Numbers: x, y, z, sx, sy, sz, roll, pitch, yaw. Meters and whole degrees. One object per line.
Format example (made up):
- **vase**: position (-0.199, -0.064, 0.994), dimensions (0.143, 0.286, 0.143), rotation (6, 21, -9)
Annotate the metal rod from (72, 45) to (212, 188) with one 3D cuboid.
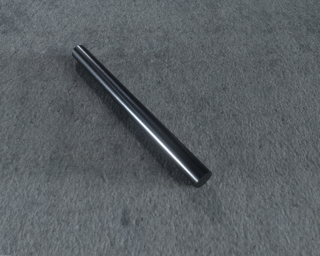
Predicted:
- **metal rod**: position (-0.041, -0.032, 0.429), dimensions (0.025, 0.025, 0.300), rotation (-30, 57, -23)
